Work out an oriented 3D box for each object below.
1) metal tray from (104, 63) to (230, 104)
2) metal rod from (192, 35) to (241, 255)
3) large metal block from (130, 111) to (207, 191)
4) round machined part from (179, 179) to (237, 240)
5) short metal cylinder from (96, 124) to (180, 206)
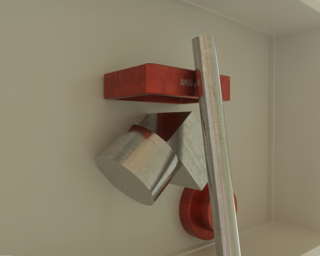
[{"bbox_3d":[0.011,-0.049,0.374,0.131,0.090,0.030,0,90,-40],"label":"metal tray"},{"bbox_3d":[0.063,0.052,0.325,0.025,0.025,0.298,-4,86,-40],"label":"metal rod"},{"bbox_3d":[0.017,0.027,0.387,0.050,0.080,0.080,-50,120,-28],"label":"large metal block"},{"bbox_3d":[0.079,0.119,0.464,0.099,0.042,0.097,0,90,-40],"label":"round machined part"},{"bbox_3d":[-0.025,0.042,0.352,0.050,0.080,0.080,-50,120,-29],"label":"short metal cylinder"}]
